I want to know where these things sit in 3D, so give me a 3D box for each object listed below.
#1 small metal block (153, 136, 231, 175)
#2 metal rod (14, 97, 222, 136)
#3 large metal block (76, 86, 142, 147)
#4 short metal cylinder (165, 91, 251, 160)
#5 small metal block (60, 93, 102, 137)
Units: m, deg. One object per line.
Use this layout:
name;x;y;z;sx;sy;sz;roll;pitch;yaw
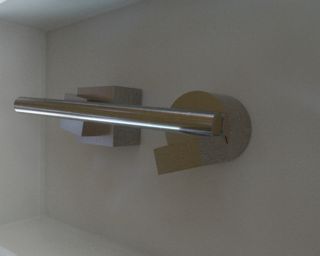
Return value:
small metal block;0.031;0.026;0.295;0.050;0.050;0.025;-18;79;38
metal rod;-0.073;-0.018;0.371;0.300;0.025;0.025;7;94;31
large metal block;-0.075;-0.017;0.446;0.080;0.050;0.079;4;92;39
short metal cylinder;0.053;0.001;0.343;0.080;0.050;0.079;0;90;39
small metal block;-0.109;-0.019;0.427;0.050;0.025;0.050;17;100;38
